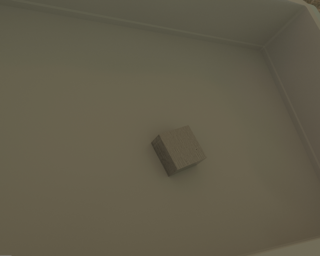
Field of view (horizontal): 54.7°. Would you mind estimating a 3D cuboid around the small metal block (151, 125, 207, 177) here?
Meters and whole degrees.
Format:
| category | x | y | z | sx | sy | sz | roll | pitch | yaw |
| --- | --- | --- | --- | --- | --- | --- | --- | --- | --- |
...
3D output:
| category | x | y | z | sx | sy | sz | roll | pitch | yaw |
| --- | --- | --- | --- | --- | --- | --- | --- | --- | --- |
| small metal block | 0.024 | 0.029 | 0.403 | 0.050 | 0.025 | 0.050 | -17 | 71 | -35 |
